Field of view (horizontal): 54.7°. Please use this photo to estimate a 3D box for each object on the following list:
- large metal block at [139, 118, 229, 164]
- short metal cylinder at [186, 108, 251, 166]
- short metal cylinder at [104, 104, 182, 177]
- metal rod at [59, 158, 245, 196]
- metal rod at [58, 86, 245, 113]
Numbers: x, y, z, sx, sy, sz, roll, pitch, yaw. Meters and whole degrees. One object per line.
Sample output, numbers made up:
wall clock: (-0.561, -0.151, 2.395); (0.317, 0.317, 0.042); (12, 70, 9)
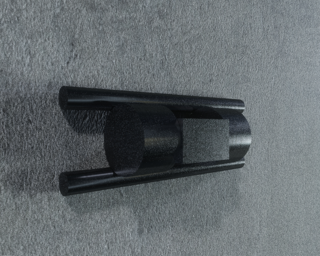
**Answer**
large metal block: (0.030, 0.014, 0.392); (0.081, 0.080, 0.050); (0, 90, -40)
short metal cylinder: (0.080, 0.012, 0.436); (0.050, 0.080, 0.079); (-1, 91, -40)
short metal cylinder: (-0.022, 0.013, 0.352); (0.050, 0.080, 0.079); (-1, 91, -40)
metal rod: (0.015, 0.057, 0.419); (0.302, 0.025, 0.025); (-1, 91, -40)
metal rod: (0.015, -0.033, 0.419); (0.302, 0.025, 0.025); (-1, 91, -40)
